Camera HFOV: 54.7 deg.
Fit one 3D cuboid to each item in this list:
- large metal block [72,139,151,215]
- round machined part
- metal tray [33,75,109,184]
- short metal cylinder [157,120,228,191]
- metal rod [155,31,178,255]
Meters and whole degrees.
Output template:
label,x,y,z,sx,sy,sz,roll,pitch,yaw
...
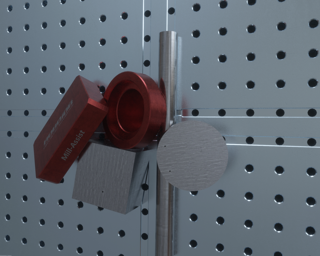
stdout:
label,x,y,z,sx,sy,sz,roll,pitch,yaw
large metal block,-0.065,0.062,0.422,0.080,0.050,0.079,11,94,19
round machined part,-0.030,-0.022,0.400,0.098,0.042,0.097,-1,88,45
metal tray,-0.127,0.000,0.429,0.130,0.030,0.090,-53,36,12
short metal cylinder,0.036,0.031,0.372,0.081,0.050,0.079,0,90,0
metal rod,0.009,0.024,0.410,0.025,0.025,0.298,1,90,20
